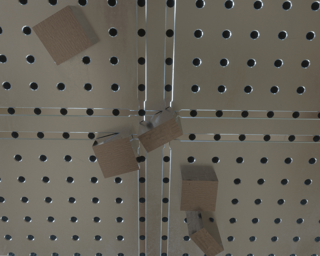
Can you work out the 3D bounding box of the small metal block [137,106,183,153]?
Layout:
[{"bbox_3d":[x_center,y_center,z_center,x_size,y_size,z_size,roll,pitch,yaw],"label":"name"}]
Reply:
[{"bbox_3d":[0.000,0.001,0.400,0.050,0.050,0.025,-28,108,9],"label":"small metal block"}]

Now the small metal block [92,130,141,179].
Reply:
[{"bbox_3d":[-0.059,0.036,0.426,0.050,0.025,0.050,-15,110,5],"label":"small metal block"}]

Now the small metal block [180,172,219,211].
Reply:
[{"bbox_3d":[0.055,0.092,0.448,0.050,0.025,0.050,2,110,-1],"label":"small metal block"}]

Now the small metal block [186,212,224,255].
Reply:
[{"bbox_3d":[0.066,0.153,0.458,0.025,0.050,0.050,-36,107,12],"label":"small metal block"}]

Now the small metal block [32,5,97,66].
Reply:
[{"bbox_3d":[-0.113,-0.111,0.371,0.050,0.025,0.050,-28,108,9],"label":"small metal block"}]
